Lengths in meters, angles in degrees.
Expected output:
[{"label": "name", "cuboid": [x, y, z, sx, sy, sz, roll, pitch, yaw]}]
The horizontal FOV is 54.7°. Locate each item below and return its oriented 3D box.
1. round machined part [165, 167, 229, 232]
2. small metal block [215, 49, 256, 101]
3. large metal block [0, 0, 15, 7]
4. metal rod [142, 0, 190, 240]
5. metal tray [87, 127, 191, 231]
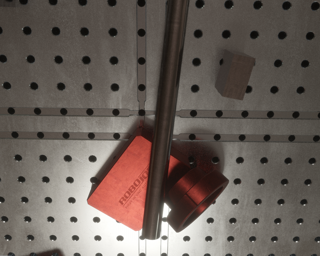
[{"label": "round machined part", "cuboid": [0.044, 0.091, 0.419, 0.042, 0.098, 0.098, 44, 107, 22]}, {"label": "small metal block", "cuboid": [0.090, -0.066, 0.377, 0.025, 0.050, 0.050, 11, 110, -4]}, {"label": "large metal block", "cuboid": [-0.205, -0.179, 0.331, 0.081, 0.050, 0.079, 10, 110, -4]}, {"label": "metal rod", "cuboid": [0.005, -0.003, 0.385, 0.025, 0.025, 0.298, 6, 100, -3]}, {"label": "metal tray", "cuboid": [-0.030, 0.075, 0.438, 0.090, 0.030, 0.129, 34, 106, -12]}]
